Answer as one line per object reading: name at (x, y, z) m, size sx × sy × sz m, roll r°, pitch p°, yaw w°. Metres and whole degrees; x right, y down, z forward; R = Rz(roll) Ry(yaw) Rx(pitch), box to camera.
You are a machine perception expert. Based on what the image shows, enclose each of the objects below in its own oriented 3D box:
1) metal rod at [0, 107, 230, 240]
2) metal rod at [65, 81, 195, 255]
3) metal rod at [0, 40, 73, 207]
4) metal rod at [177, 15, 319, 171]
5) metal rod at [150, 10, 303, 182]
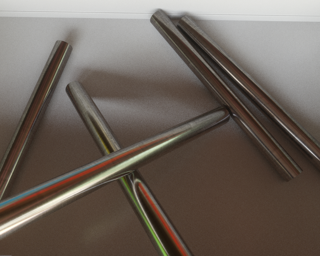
metal rod at (-0.016, 0.025, 0.314) m, size 0.302 × 0.025 × 0.025 m, roll -23°, pitch 68°, yaw -44°
metal rod at (-0.045, 0.034, 0.334) m, size 0.025 × 0.025 × 0.300 m, roll -30°, pitch 49°, yaw -11°
metal rod at (-0.179, 0.015, 0.401) m, size 0.025 × 0.025 × 0.299 m, roll 15°, pitch 70°, yaw 5°
metal rod at (0.130, -0.051, 0.429) m, size 0.025 × 0.025 × 0.300 m, roll -37°, pitch 75°, yaw -13°
metal rod at (0.082, -0.054, 0.430) m, size 0.025 × 0.025 × 0.299 m, roll -34°, pitch 74°, yaw -12°
